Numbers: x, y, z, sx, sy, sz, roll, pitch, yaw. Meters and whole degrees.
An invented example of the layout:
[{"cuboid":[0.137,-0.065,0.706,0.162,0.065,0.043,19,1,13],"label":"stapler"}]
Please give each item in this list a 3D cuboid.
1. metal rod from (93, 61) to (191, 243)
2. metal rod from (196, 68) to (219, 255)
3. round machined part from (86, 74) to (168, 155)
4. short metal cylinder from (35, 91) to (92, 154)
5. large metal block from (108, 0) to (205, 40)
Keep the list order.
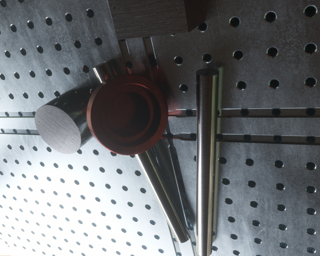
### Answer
[{"cuboid":[-0.019,0.047,0.448,0.025,0.025,0.299,-11,113,32],"label":"metal rod"},{"cuboid":[0.062,0.066,0.418,0.025,0.025,0.298,10,123,22],"label":"metal rod"},{"cuboid":[-0.043,-0.018,0.386,0.042,0.099,0.098,19,136,62],"label":"round machined part"},{"cuboid":[-0.135,-0.008,0.459,0.080,0.050,0.079,13,124,20],"label":"short metal cylinder"},{"cuboid":[-0.006,-0.138,0.312,0.080,0.050,0.079,2,120,26],"label":"large metal block"}]
